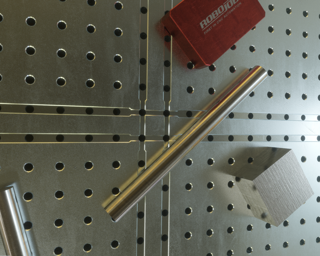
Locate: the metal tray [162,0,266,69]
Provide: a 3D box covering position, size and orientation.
[{"bbox_3d":[0.079,-0.158,0.440,0.130,0.030,0.090,-43,104,-15],"label":"metal tray"}]

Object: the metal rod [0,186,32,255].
[{"bbox_3d":[-0.145,0.214,0.359,0.025,0.025,0.298,-15,95,-20],"label":"metal rod"}]

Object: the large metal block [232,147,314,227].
[{"bbox_3d":[0.169,0.085,0.464,0.080,0.050,0.080,-33,101,-17],"label":"large metal block"}]

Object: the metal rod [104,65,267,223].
[{"bbox_3d":[0.045,0.013,0.430,0.301,0.025,0.025,-42,104,-15],"label":"metal rod"}]
